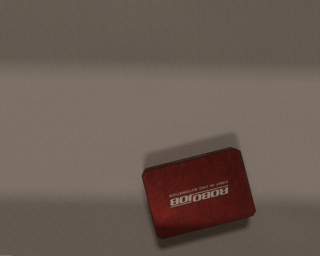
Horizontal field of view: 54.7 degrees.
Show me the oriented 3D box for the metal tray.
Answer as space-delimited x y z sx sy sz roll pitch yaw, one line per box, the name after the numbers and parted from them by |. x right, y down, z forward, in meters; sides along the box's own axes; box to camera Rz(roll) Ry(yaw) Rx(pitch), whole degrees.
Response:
0.050 0.084 0.410 0.131 0.030 0.089 -14 90 -1 | metal tray
